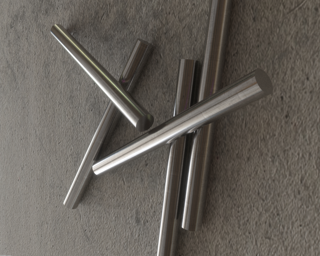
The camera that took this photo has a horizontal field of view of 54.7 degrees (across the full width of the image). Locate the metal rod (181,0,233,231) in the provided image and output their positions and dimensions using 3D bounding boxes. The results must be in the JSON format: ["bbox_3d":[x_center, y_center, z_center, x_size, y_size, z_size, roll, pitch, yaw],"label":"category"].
[{"bbox_3d":[0.055,-0.029,0.357,0.025,0.025,0.298,11,97,39],"label":"metal rod"}]

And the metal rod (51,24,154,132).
[{"bbox_3d":[-0.100,-0.090,0.460,0.300,0.025,0.025,45,117,38],"label":"metal rod"}]

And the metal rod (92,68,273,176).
[{"bbox_3d":[-0.002,0.011,0.373,0.299,0.025,0.025,-29,72,45],"label":"metal rod"}]

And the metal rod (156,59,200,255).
[{"bbox_3d":[0.019,0.066,0.387,0.025,0.025,0.298,11,97,39],"label":"metal rod"}]

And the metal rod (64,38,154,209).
[{"bbox_3d":[-0.085,0.007,0.472,0.025,0.025,0.298,42,115,31],"label":"metal rod"}]
